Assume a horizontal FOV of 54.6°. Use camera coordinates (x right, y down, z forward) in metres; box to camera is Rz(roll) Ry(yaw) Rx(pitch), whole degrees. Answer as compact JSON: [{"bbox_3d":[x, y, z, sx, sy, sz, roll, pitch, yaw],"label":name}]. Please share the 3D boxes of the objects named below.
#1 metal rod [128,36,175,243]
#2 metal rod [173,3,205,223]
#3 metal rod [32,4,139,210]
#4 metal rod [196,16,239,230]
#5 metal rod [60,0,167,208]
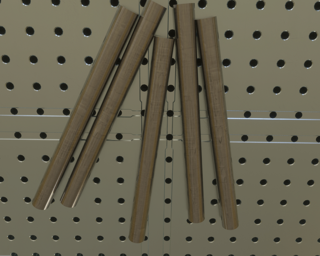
[{"bbox_3d":[-0.015,0.029,0.424,0.025,0.025,0.298,7,110,-3],"label":"metal rod"},{"bbox_3d":[0.041,-0.005,0.412,0.025,0.025,0.298,-5,110,2],"label":"metal rod"},{"bbox_3d":[-0.105,-0.014,0.407,0.025,0.025,0.298,26,108,-9],"label":"metal rod"},{"bbox_3d":[0.080,0.008,0.417,0.025,0.025,0.298,-9,110,3],"label":"metal rod"},{"bbox_3d":[-0.068,-0.019,0.406,0.025,0.025,0.298,24,108,-9],"label":"metal rod"}]
